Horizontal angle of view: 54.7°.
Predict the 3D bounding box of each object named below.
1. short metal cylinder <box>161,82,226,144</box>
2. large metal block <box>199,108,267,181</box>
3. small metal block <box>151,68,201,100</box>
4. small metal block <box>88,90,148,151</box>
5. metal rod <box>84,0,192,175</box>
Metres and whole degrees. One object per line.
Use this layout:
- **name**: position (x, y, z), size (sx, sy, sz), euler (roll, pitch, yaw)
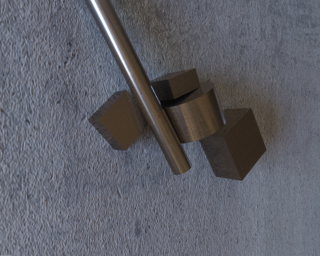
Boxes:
- **short metal cylinder**: position (0.040, -0.021, 0.405), size (0.081, 0.080, 0.050), euler (-35, 112, -35)
- **large metal block**: position (0.115, 0.024, 0.488), size (0.080, 0.050, 0.080), euler (-40, 115, -33)
- **small metal block**: position (0.015, -0.056, 0.403), size (0.050, 0.050, 0.025), euler (-28, 108, -37)
- **small metal block**: position (-0.047, -0.009, 0.367), size (0.050, 0.025, 0.050), euler (-52, 121, -28)
- **metal rod**: position (-0.037, -0.078, 0.353), size (0.025, 0.025, 0.299), euler (-36, 106, -34)
